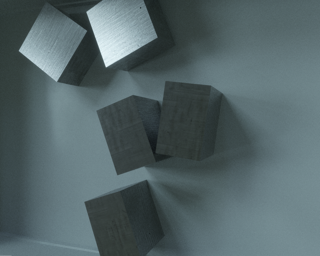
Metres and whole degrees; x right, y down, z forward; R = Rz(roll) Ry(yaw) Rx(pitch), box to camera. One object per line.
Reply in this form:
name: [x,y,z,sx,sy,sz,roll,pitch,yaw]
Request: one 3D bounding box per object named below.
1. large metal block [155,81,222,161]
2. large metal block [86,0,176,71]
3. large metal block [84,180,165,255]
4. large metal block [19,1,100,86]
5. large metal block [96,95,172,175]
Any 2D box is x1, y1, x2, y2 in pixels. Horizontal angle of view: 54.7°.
large metal block: [0.037,-0.008,0.368,0.050,0.080,0.079,9,93,19]
large metal block: [-0.038,-0.130,0.404,0.080,0.050,0.080,-23,83,26]
large metal block: [-0.042,0.117,0.395,0.050,0.080,0.080,-20,84,19]
large metal block: [-0.139,-0.118,0.445,0.080,0.050,0.080,38,102,15]
large metal block: [-0.026,0.008,0.390,0.050,0.080,0.080,-21,83,18]
